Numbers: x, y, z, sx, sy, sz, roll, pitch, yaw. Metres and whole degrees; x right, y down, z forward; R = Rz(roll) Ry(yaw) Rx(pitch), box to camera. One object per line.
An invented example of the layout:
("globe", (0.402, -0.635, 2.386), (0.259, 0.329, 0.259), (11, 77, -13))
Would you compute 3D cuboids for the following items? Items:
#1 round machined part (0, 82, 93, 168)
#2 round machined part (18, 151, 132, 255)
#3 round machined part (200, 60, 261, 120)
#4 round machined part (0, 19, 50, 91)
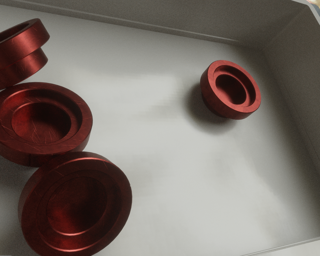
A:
("round machined part", (-0.122, 0.001, 0.320), (0.099, 0.042, 0.098), (13, 45, -13))
("round machined part", (-0.079, 0.068, 0.289), (0.099, 0.042, 0.097), (-9, 107, -30))
("round machined part", (0.105, -0.055, 0.484), (0.099, 0.042, 0.098), (14, 56, -21))
("round machined part", (-0.162, -0.075, 0.330), (0.098, 0.098, 0.042), (-55, 132, -39))
